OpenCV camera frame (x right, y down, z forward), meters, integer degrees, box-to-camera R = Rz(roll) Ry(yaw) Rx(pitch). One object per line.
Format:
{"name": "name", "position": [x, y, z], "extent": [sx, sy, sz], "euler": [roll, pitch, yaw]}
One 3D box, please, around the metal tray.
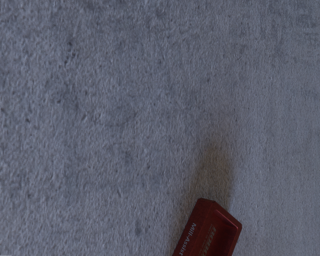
{"name": "metal tray", "position": [0.067, 0.183, 0.460], "extent": [0.090, 0.030, 0.130], "euler": [44, 64, -32]}
